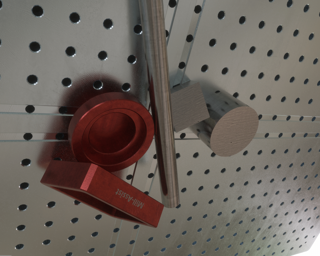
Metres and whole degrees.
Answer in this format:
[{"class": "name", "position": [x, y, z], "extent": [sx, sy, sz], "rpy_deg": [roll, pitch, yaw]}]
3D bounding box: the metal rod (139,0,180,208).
[{"class": "metal rod", "position": [0.001, -0.031, 0.367], "extent": [0.025, 0.025, 0.298], "rpy_deg": [-16, 117, -20]}]

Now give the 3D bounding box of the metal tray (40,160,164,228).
[{"class": "metal tray", "position": [-0.068, 0.083, 0.384], "extent": [0.130, 0.090, 0.030], "rpy_deg": [41, 59, -40]}]

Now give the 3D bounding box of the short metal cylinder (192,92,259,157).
[{"class": "short metal cylinder", "position": [0.093, -0.006, 0.444], "extent": [0.081, 0.050, 0.079], "rpy_deg": [-14, 125, -21]}]

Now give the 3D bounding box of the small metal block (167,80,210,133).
[{"class": "small metal block", "position": [0.031, -0.029, 0.403], "extent": [0.050, 0.025, 0.050], "rpy_deg": [-25, 110, -13]}]

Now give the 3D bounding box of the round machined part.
[{"class": "round machined part", "position": [-0.060, 0.002, 0.370], "extent": [0.099, 0.042, 0.097], "rpy_deg": [-14, 125, -21]}]
